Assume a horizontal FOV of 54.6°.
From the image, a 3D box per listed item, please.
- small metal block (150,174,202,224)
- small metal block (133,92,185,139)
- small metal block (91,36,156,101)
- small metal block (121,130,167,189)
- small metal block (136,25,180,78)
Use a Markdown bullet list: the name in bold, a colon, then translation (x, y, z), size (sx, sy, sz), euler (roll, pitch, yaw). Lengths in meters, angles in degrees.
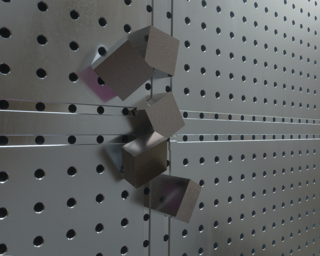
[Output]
- **small metal block**: translation (0.021, 0.092, 0.410), size (0.025, 0.050, 0.050), euler (37, 68, -34)
- **small metal block**: translation (0.000, -0.013, 0.408), size (0.050, 0.025, 0.050), euler (-37, 113, -34)
- **small metal block**: translation (-0.042, -0.068, 0.358), size (0.050, 0.025, 0.050), euler (-41, 120, 3)
- **small metal block**: translation (-0.018, 0.038, 0.380), size (0.050, 0.025, 0.050), euler (-27, 132, -34)
- **small metal block**: translation (-0.004, -0.098, 0.404), size (0.050, 0.025, 0.050), euler (15, 80, -39)
